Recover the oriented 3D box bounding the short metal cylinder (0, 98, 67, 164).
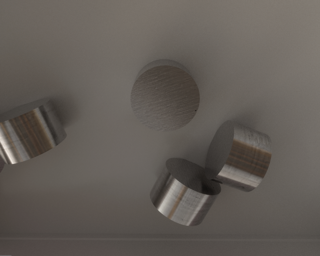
[{"bbox_3d":[-0.164,0.002,0.380,0.080,0.080,0.050,-17,109,6],"label":"short metal cylinder"}]

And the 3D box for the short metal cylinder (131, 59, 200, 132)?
[{"bbox_3d":[0.006,-0.041,0.383,0.081,0.050,0.079,0,110,-1],"label":"short metal cylinder"}]

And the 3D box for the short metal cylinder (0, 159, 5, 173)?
[{"bbox_3d":[-0.244,0.034,0.385,0.081,0.050,0.080,-27,143,-22],"label":"short metal cylinder"}]

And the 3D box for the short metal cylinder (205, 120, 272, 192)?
[{"bbox_3d":[0.098,0.036,0.397,0.050,0.080,0.079,20,109,-8],"label":"short metal cylinder"}]

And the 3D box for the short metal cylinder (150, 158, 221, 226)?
[{"bbox_3d":[0.033,0.083,0.413,0.080,0.080,0.050,23,108,-9],"label":"short metal cylinder"}]
